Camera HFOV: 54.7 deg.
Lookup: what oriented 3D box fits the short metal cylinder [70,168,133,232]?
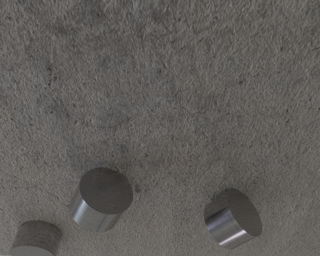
[{"bbox_3d":[-0.087,0.106,0.460,0.080,0.080,0.050,20,127,-16],"label":"short metal cylinder"}]

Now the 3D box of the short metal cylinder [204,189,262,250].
[{"bbox_3d":[0.117,0.145,0.496,0.080,0.080,0.050,33,123,-25],"label":"short metal cylinder"}]

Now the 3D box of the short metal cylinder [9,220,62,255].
[{"bbox_3d":[-0.228,0.215,0.571,0.081,0.050,0.079,0,130,0],"label":"short metal cylinder"}]
